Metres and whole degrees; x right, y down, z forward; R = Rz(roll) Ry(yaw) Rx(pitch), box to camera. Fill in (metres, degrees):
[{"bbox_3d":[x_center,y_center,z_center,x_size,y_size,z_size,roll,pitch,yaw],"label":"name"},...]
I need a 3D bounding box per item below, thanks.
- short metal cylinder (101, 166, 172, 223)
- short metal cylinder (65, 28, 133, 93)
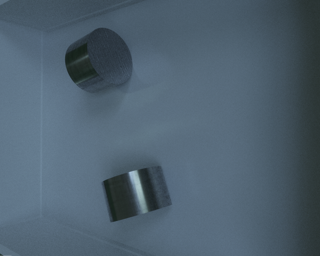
[{"bbox_3d":[-0.030,0.084,0.396,0.080,0.081,0.050,-26,74,37],"label":"short metal cylinder"},{"bbox_3d":[-0.086,-0.095,0.442,0.050,0.081,0.080,-13,82,39],"label":"short metal cylinder"}]
